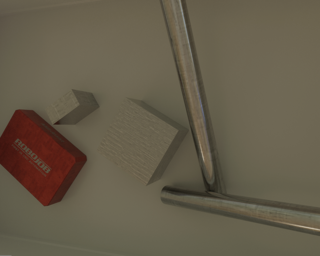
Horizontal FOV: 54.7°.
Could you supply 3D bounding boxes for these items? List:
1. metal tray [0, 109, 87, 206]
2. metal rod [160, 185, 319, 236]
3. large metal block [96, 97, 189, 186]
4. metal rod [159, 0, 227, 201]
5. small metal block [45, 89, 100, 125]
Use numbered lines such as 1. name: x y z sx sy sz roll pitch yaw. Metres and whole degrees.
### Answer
1. metal tray: -0.185 0.043 0.471 0.130 0.030 0.090 37 101 15
2. metal rod: 0.116 0.085 0.304 0.300 0.025 0.025 -2 90 44
3. large metal block: -0.022 0.016 0.404 0.080 0.050 0.080 33 100 16
4. metal rod: 0.034 -0.050 0.335 0.025 0.025 0.298 -8 112 19
5. small metal block: -0.123 -0.028 0.439 0.050 0.050 0.025 -33 80 17
